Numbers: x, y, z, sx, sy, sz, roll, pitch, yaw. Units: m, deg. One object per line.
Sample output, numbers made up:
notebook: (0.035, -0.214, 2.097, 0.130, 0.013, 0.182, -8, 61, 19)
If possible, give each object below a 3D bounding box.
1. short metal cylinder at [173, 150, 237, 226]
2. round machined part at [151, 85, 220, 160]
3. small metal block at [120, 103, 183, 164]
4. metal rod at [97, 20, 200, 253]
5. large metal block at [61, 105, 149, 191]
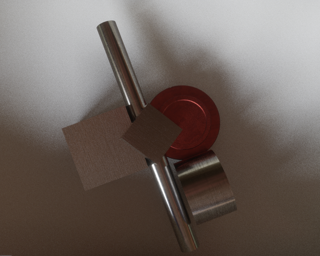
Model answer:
short metal cylinder: (0.054, 0.073, 0.383, 0.050, 0.080, 0.080, -21, 90, 0)
round machined part: (0.029, -0.007, 0.401, 0.099, 0.042, 0.097, 0, 90, -1)
small metal block: (-0.011, 0.007, 0.361, 0.050, 0.025, 0.050, 38, 78, -7)
metal rod: (-0.015, 0.011, 0.389, 0.025, 0.025, 0.299, -21, 90, 0)
large metal block: (-0.066, 0.024, 0.394, 0.080, 0.050, 0.080, -20, 90, -1)
